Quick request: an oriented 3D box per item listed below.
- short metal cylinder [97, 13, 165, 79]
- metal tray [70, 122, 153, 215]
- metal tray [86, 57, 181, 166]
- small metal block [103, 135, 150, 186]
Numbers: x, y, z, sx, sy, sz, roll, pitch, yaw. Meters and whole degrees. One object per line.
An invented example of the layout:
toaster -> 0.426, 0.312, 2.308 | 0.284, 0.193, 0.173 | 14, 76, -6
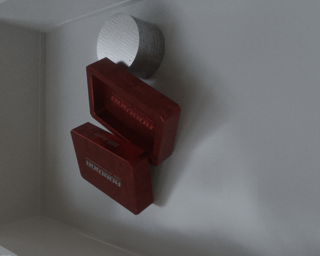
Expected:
short metal cylinder -> -0.040, -0.109, 0.422 | 0.080, 0.050, 0.079 | 0, 90, 39
metal tray -> -0.069, 0.054, 0.435 | 0.130, 0.030, 0.089 | 23, 130, 37
metal tray -> -0.038, -0.021, 0.394 | 0.130, 0.030, 0.089 | 36, 142, 24
small metal block -> -0.049, 0.046, 0.445 | 0.050, 0.025, 0.050 | 47, 118, 29
